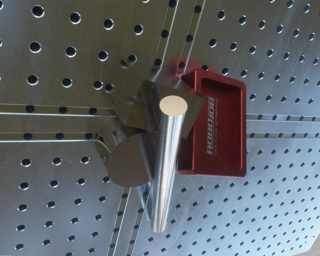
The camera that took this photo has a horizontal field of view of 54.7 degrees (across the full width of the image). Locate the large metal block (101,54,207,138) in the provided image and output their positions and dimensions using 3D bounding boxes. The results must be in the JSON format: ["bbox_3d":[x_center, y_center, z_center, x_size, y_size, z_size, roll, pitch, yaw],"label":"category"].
[{"bbox_3d":[-0.009,-0.036,0.349,0.081,0.080,0.050,12,112,-34],"label":"large metal block"}]

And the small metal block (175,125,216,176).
[{"bbox_3d":[0.051,0.032,0.444,0.025,0.050,0.050,-32,129,-8],"label":"small metal block"}]

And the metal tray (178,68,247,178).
[{"bbox_3d":[0.070,-0.003,0.400,0.091,0.030,0.129,9,78,-33],"label":"metal tray"}]

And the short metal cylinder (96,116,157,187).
[{"bbox_3d":[-0.036,0.028,0.394,0.081,0.050,0.079,-14,124,-21],"label":"short metal cylinder"}]

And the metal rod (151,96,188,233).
[{"bbox_3d":[0.005,0.071,0.396,0.025,0.025,0.298,-19,146,-17],"label":"metal rod"}]
